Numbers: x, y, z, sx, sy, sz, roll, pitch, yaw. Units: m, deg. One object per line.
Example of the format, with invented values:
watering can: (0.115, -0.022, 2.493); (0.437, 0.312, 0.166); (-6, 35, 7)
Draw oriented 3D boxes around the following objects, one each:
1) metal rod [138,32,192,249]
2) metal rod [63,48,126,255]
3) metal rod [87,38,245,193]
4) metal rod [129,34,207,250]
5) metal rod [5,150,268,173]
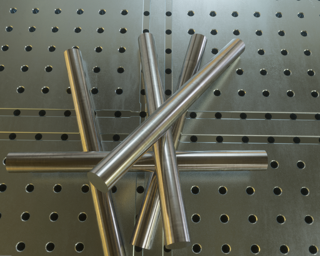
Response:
metal rod: (-0.001, -0.011, 0.374); (0.025, 0.025, 0.299); (-7, 55, -3)
metal rod: (-0.087, 0.028, 0.400); (0.025, 0.025, 0.299); (-14, 71, -6)
metal rod: (0.029, -0.036, 0.369); (0.025, 0.025, 0.301); (36, 52, 12)
metal rod: (0.017, 0.003, 0.410); (0.025, 0.025, 0.299); (15, 70, 5)
metal rod: (-0.026, 0.040, 0.369); (0.302, 0.025, 0.025); (0, 70, -1)
